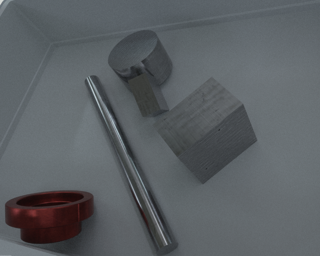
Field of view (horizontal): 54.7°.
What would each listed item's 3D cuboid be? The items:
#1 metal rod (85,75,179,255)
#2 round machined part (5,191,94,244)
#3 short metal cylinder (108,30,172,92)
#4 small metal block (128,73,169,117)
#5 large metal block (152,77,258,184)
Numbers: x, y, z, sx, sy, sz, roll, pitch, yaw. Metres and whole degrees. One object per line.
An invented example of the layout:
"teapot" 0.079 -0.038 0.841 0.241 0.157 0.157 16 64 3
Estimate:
"metal rod" -0.052 0.025 0.415 0.025 0.025 0.300 -35 52 5
"round machined part" -0.129 0.105 0.369 0.098 0.098 0.042 -1 90 27
"short metal cylinder" -0.029 -0.098 0.457 0.080 0.050 0.080 -17 47 19
"small metal block" -0.014 -0.042 0.409 0.025 0.050 0.050 -23 86 14
"large metal block" 0.052 0.006 0.339 0.080 0.080 0.050 -39 51 1
